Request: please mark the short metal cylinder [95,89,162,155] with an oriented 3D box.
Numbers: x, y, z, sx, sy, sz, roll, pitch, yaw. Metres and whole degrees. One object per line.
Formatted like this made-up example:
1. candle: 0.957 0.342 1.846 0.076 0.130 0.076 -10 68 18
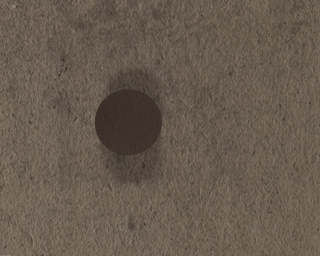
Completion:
1. short metal cylinder: -0.038 -0.007 0.397 0.081 0.050 0.079 0 90 -1
